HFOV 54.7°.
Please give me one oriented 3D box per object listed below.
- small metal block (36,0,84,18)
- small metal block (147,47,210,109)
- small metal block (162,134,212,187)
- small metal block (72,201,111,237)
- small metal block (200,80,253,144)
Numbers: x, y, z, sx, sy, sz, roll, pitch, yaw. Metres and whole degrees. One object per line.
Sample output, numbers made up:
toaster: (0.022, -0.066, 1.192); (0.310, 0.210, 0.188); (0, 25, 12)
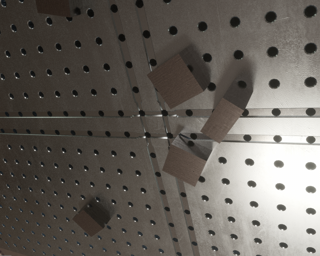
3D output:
small metal block: (-0.123, -0.164, 0.373); (0.050, 0.025, 0.050); (14, 124, 19)
small metal block: (0.022, -0.057, 0.363); (0.050, 0.025, 0.050); (-27, 104, 37)
small metal block: (0.036, 0.044, 0.419); (0.050, 0.025, 0.050); (26, 127, 12)
small metal block: (-0.129, 0.171, 0.583); (0.050, 0.025, 0.050); (45, 129, -4)
small metal block: (0.074, -0.019, 0.344); (0.025, 0.050, 0.050); (33, 129, 6)
